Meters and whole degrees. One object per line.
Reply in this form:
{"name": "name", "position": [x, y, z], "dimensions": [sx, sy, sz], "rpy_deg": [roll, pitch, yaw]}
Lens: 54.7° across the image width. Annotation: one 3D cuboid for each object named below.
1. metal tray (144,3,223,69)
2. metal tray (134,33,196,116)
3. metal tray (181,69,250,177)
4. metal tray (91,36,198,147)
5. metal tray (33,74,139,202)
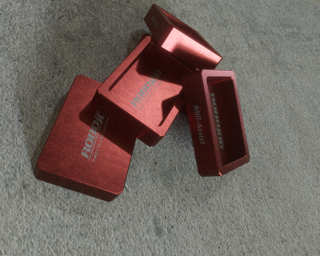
{"name": "metal tray", "position": [0.030, -0.134, 0.458], "dimensions": [0.090, 0.030, 0.130], "rpy_deg": [24, 25, -26]}
{"name": "metal tray", "position": [0.019, -0.075, 0.460], "dimensions": [0.131, 0.030, 0.090], "rpy_deg": [24, 53, -14]}
{"name": "metal tray", "position": [0.076, -0.010, 0.407], "dimensions": [0.091, 0.030, 0.129], "rpy_deg": [-11, 91, -50]}
{"name": "metal tray", "position": [-0.012, -0.051, 0.389], "dimensions": [0.090, 0.030, 0.130], "rpy_deg": [36, 51, -5]}
{"name": "metal tray", "position": [-0.075, 0.009, 0.356], "dimensions": [0.091, 0.030, 0.130], "rpy_deg": [22, 53, -15]}
